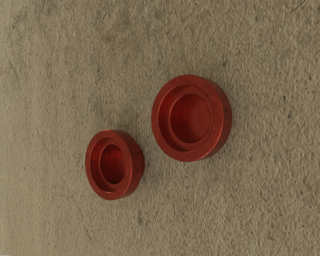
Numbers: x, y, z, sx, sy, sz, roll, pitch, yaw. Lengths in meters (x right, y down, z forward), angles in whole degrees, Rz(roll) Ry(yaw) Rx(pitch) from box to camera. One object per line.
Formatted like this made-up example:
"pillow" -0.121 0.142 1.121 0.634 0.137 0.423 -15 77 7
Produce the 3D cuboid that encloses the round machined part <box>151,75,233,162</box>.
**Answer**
"round machined part" 0.040 -0.011 0.361 0.098 0.042 0.097 0 90 40

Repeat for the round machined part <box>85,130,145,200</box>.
"round machined part" -0.060 0.051 0.444 0.098 0.042 0.097 0 90 40
